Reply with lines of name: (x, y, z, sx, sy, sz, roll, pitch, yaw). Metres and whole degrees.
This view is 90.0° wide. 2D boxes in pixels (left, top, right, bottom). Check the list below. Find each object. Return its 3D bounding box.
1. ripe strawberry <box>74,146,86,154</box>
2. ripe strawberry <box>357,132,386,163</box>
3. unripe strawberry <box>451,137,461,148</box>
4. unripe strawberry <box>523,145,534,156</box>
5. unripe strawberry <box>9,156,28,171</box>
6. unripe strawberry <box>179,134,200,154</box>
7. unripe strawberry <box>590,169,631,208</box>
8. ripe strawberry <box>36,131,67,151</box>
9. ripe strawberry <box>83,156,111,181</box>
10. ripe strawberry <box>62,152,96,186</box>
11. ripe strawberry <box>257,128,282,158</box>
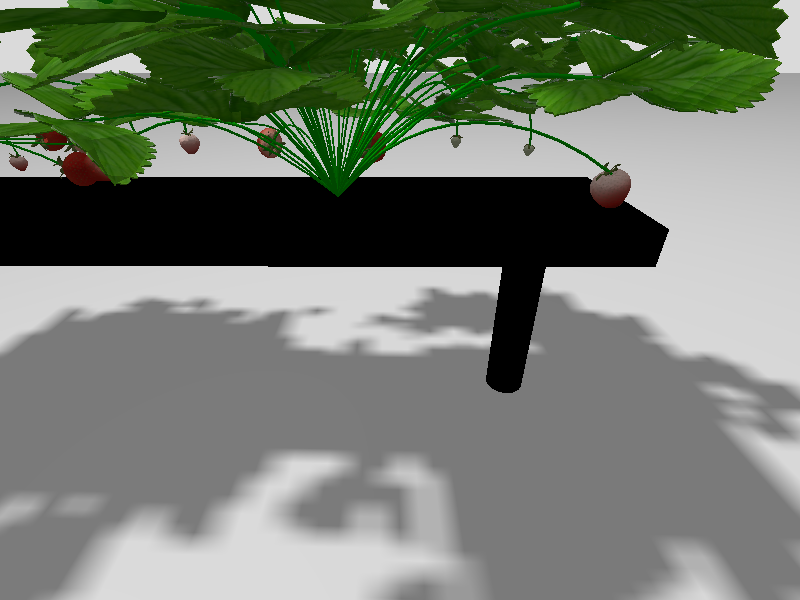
ripe strawberry: (-0.382, -0.195, 0.493, 0.036, 0.031, 0.036, 20, 36, 30)
ripe strawberry: (-0.032, -0.181, 0.470, 0.034, 0.036, 0.037, 5, 31, 8)
unripe strawberry: (0.072, -0.204, 0.517, 0.013, 0.014, 0.014, 18, 36, 28)
unripe strawberry: (0.139, -0.162, 0.433, 0.010, 0.011, 0.011, -16, 34, -24)
unripe strawberry: (-0.406, -0.145, 0.428, 0.015, 0.015, 0.016, -26, 40, -36)
unripe strawberry: (-0.263, -0.195, 0.502, 0.020, 0.024, 0.024, 24, 39, 34)
unripe strawberry: (0.172, -0.090, 0.327, 0.030, 0.031, 0.029, -20, 27, 18)
ripe strawberry: (-0.448, -0.212, 0.518, 0.031, 0.036, 0.034, 8, 32, 13)
ripe strawberry: (-0.286, -0.125, 0.383, 0.028, 0.027, 0.030, -27, 22, 25)
ripe strawberry: (-0.297, -0.123, 0.378, 0.032, 0.031, 0.029, -1, 31, -11)
ripe strawberry: (-0.157, -0.188, 0.480, 0.030, 0.034, 0.032, -18, 30, -28)
